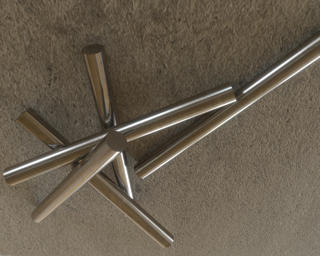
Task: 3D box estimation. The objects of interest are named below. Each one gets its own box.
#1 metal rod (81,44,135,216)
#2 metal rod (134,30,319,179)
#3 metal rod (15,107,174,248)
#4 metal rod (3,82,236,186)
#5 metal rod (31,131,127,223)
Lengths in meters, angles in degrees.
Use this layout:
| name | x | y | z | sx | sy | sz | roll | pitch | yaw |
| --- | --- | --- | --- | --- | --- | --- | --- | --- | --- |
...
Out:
| name | x | y | z | sx | sy | sz | roll | pitch | yaw |
| --- | --- | --- | --- | --- | --- | --- | --- | --- | --- |
| metal rod | -0.061 | 0.028 | 0.430 | 0.025 | 0.025 | 0.298 | -3 | 130 | 3 |
| metal rod | 0.076 | -0.017 | 0.393 | 0.299 | 0.025 | 0.025 | -37 | 121 | 27 |
| metal rod | -0.080 | 0.084 | 0.449 | 0.025 | 0.025 | 0.300 | -32 | 115 | 24 |
| metal rod | -0.055 | 0.010 | 0.382 | 0.301 | 0.025 | 0.025 | -21 | 128 | 8 |
| metal rod | -0.127 | 0.082 | 0.431 | 0.025 | 0.025 | 0.299 | 27 | 139 | -22 |
